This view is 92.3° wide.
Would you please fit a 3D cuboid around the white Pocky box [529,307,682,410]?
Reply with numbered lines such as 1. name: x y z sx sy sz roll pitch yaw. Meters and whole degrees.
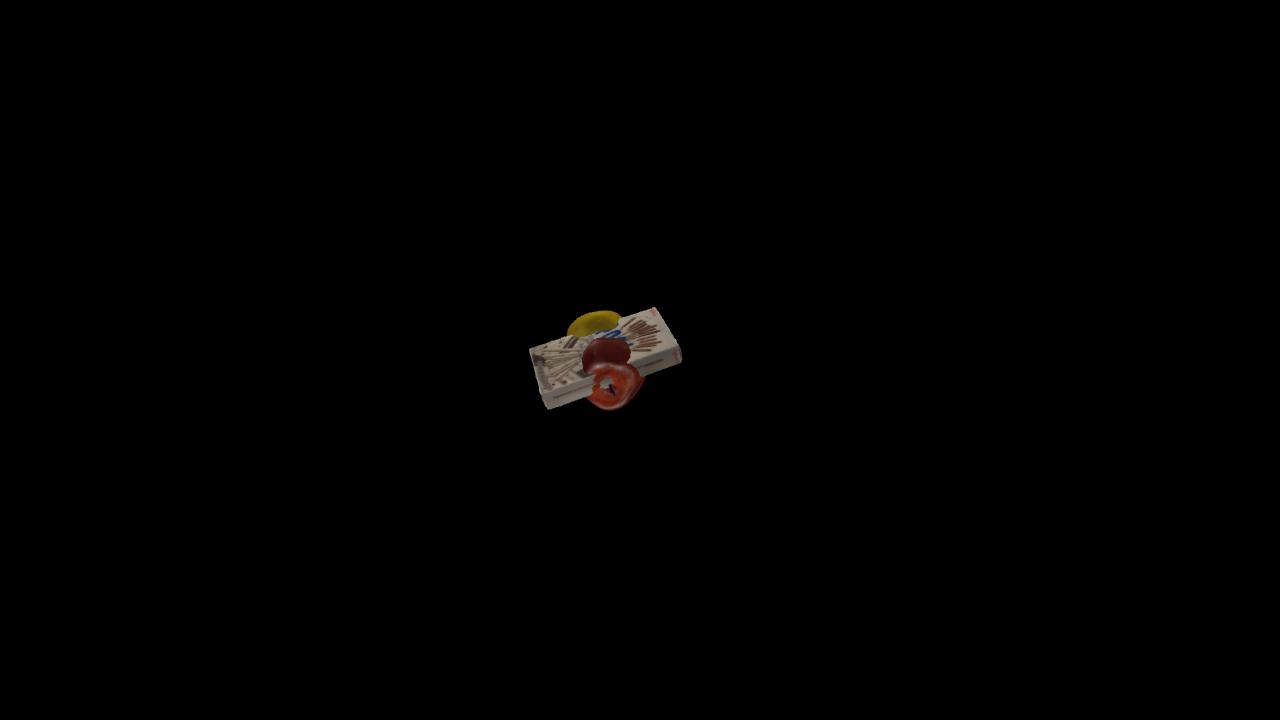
1. white Pocky box: -0.039 -0.004 0.672 0.154 0.028 0.084 -19 40 -6

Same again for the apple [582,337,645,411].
1. apple: -0.032 0.013 0.675 0.079 0.079 0.093 0 28 0

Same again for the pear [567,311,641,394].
1. pear: -0.046 -0.017 0.738 0.080 0.080 0.111 0 -8 1
